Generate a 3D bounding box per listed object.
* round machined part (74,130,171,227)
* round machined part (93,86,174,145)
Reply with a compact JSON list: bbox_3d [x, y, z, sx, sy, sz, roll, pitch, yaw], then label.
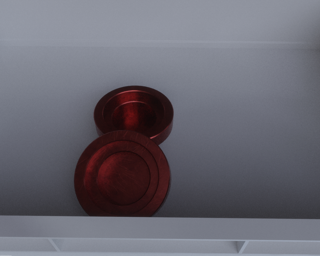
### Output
[{"bbox_3d":[-0.037,0.054,0.332,0.099,0.042,0.098,-1,76,5],"label":"round machined part"},{"bbox_3d":[-0.033,-0.007,0.398,0.099,0.042,0.098,1,48,-1],"label":"round machined part"}]
